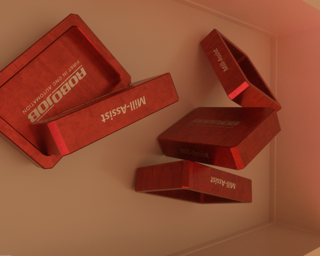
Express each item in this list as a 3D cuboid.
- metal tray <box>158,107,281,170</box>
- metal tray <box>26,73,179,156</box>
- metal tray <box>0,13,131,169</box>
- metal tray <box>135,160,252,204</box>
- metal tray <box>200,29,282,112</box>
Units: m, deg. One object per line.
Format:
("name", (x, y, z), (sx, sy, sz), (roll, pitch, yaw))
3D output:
("metal tray", (0.071, 0.007, 0.395), (0.091, 0.130, 0.030), (-36, 114, -32))
("metal tray", (-0.057, -0.015, 0.310), (0.131, 0.090, 0.030), (-28, 104, -33))
("metal tray", (-0.100, -0.036, 0.303), (0.090, 0.030, 0.130), (49, 63, -23))
("metal tray", (0.045, 0.074, 0.399), (0.131, 0.090, 0.030), (21, 65, -38))
("metal tray", (0.115, -0.079, 0.450), (0.090, 0.030, 0.130), (24, 36, -38))
